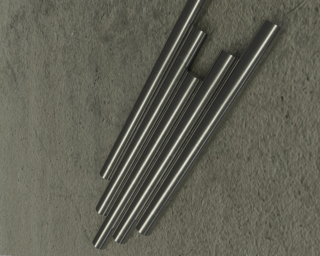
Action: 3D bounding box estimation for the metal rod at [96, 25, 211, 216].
[{"bbox_3d":[-0.019,0.005,0.420,0.025,0.025,0.298,44,116,31],"label":"metal rod"}]

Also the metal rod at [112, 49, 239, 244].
[{"bbox_3d":[0.010,0.039,0.396,0.025,0.025,0.298,44,116,31],"label":"metal rod"}]

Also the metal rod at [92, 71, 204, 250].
[{"bbox_3d":[-0.025,0.058,0.425,0.025,0.025,0.298,44,116,31],"label":"metal rod"}]

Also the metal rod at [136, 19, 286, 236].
[{"bbox_3d":[0.046,0.017,0.366,0.025,0.025,0.298,44,116,31],"label":"metal rod"}]

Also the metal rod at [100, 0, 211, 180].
[{"bbox_3d":[-0.012,-0.049,0.414,0.025,0.025,0.298,44,116,31],"label":"metal rod"}]
